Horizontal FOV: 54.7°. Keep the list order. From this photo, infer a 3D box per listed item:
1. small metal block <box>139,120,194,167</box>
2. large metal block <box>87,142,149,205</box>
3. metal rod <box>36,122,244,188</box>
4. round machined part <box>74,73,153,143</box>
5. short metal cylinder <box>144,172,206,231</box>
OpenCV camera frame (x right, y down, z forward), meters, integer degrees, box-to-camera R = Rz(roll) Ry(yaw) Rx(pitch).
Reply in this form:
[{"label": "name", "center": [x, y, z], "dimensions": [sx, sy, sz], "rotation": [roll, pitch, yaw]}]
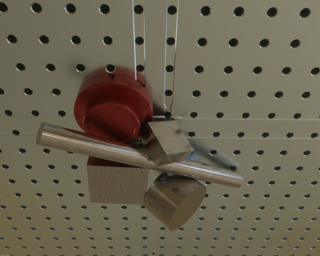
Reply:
[{"label": "small metal block", "center": [0.008, 0.018, 0.398], "dimensions": [0.050, 0.050, 0.025], "rotation": [-5, 145, -44]}, {"label": "large metal block", "center": [-0.058, 0.065, 0.446], "dimensions": [0.081, 0.050, 0.079], "rotation": [4, 130, -4]}, {"label": "metal rod", "center": [-0.003, 0.043, 0.406], "dimensions": [0.302, 0.025, 0.025], "rotation": [17, 129, -31]}, {"label": "round machined part", "center": [-0.058, -0.015, 0.387], "dimensions": [0.099, 0.042, 0.097], "rotation": [-1, 130, 0]}, {"label": "short metal cylinder", "center": [0.023, 0.102, 0.454], "dimensions": [0.080, 0.050, 0.080], "rotation": [-36, 145, -29]}]
